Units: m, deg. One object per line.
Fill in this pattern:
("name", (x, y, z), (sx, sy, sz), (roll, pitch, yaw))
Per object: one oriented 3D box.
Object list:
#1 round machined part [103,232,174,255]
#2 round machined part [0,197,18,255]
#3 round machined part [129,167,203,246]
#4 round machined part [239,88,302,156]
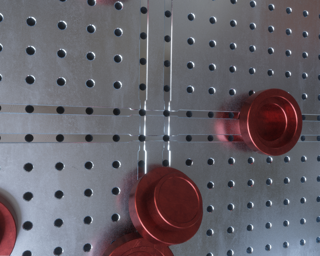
("round machined part", (-0.031, 0.181, 0.393), (0.099, 0.042, 0.097), (0, 90, -21))
("round machined part", (-0.206, 0.117, 0.328), (0.099, 0.042, 0.097), (0, 90, -21))
("round machined part", (0.014, 0.095, 0.389), (0.099, 0.042, 0.098), (14, 58, -24))
("round machined part", (0.160, -0.009, 0.465), (0.099, 0.042, 0.097), (0, 90, -21))
